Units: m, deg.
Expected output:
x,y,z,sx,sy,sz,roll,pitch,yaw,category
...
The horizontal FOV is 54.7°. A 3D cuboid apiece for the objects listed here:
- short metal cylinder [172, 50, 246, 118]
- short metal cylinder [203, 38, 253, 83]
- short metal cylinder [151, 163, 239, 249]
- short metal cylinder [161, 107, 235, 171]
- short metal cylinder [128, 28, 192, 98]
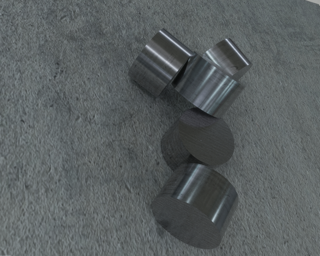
x,y,z,sx,sy,sz,roll,pitch,yaw,category
0.063,-0.057,0.401,0.080,0.050,0.080,32,18,-11,short metal cylinder
0.093,-0.090,0.473,0.081,0.080,0.050,-30,79,-38,short metal cylinder
0.038,0.085,0.337,0.080,0.080,0.050,41,51,-1,short metal cylinder
0.048,0.020,0.401,0.081,0.050,0.080,14,56,-21,short metal cylinder
0.001,-0.087,0.422,0.050,0.080,0.080,39,51,-3,short metal cylinder
